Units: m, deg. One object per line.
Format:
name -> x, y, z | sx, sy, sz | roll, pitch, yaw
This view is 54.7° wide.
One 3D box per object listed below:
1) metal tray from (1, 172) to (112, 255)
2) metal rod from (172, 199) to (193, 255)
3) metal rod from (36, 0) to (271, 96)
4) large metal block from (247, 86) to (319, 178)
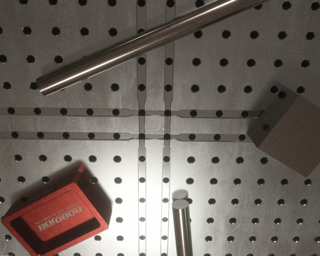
metal tray -> -0.150, 0.133, 0.457 | 0.130, 0.030, 0.090 | -28, 108, 9
metal rod -> 0.044, 0.251, 0.506 | 0.025, 0.025, 0.298 | -5, 110, 1
metal rod -> -0.010, -0.107, 0.373 | 0.301, 0.025, 0.025 | -22, 109, 7
large metal block -> 0.176, 0.004, 0.404 | 0.080, 0.050, 0.080 | 30, 107, -11
